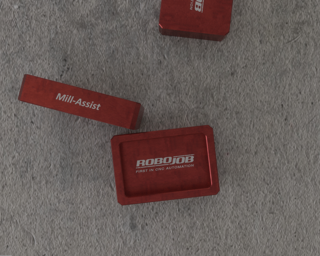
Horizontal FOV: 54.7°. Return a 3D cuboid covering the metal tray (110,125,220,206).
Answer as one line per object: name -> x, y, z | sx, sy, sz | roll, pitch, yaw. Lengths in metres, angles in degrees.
metal tray -> 0.007, 0.047, 0.407 | 0.131, 0.030, 0.089 | -6, 90, 0

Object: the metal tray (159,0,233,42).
metal tray -> 0.050, -0.186, 0.408 | 0.091, 0.030, 0.129 | 6, 90, 0

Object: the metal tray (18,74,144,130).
metal tray -> -0.087, -0.029, 0.376 | 0.131, 0.090, 0.030 | 14, 90, 0
